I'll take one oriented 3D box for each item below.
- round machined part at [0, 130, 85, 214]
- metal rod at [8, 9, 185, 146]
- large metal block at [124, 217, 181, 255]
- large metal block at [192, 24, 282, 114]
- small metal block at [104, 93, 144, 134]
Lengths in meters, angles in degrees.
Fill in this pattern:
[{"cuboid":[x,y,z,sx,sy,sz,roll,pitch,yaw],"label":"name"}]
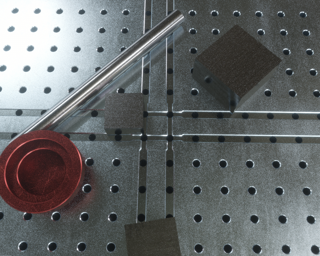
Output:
[{"cuboid":[-0.142,0.055,0.379,0.099,0.042,0.098,1,72,-3],"label":"round machined part"},{"cuboid":[-0.079,-0.072,0.437,0.301,0.025,0.025,-42,76,-14],"label":"metal rod"},{"cuboid":[-0.004,0.142,0.330,0.050,0.080,0.080,-8,70,-3],"label":"large metal block"},{"cuboid":[0.103,-0.081,0.429,0.080,0.050,0.080,-41,75,-14],"label":"large metal block"},{"cuboid":[-0.047,-0.019,0.418,0.050,0.025,0.050,-1,70,-1],"label":"small metal block"}]
